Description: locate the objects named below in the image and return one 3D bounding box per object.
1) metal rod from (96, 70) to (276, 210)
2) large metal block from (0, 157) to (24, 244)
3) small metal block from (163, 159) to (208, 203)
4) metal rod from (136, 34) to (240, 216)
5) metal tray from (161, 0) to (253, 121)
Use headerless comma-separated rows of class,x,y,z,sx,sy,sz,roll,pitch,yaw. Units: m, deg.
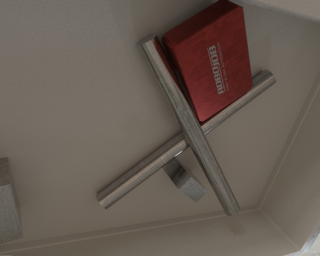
metal rod,0.040,0.014,0.440,0.301,0.025,0.025,-36,130,-4
large metal block,-0.201,0.086,0.336,0.081,0.050,0.079,-11,123,-23
small metal block,0.038,0.078,0.464,0.025,0.050,0.050,-45,130,2
metal rod,0.049,0.015,0.415,0.025,0.025,0.299,-34,119,-7
metal tray,0.064,-0.078,0.382,0.090,0.030,0.130,-34,138,-6
